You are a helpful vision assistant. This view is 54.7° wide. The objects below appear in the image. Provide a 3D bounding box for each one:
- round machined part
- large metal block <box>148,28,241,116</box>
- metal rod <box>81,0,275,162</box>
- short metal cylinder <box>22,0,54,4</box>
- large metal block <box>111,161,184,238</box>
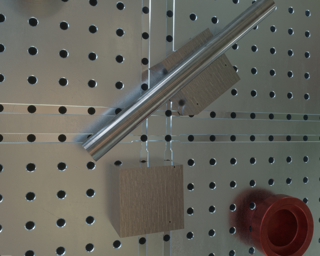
[{"bbox_3d":[0.179,0.149,0.470,0.099,0.042,0.097,0,90,-20],"label":"round machined part"},{"bbox_3d":[0.046,-0.073,0.416,0.080,0.050,0.080,-39,103,-16],"label":"large metal block"},{"bbox_3d":[0.033,-0.069,0.371,0.301,0.025,0.025,-41,103,-15],"label":"metal rod"},{"bbox_3d":[-0.142,-0.189,0.346,0.081,0.050,0.080,0,90,-20],"label":"short metal cylinder"},{"bbox_3d":[-0.017,0.086,0.393,0.081,0.050,0.080,-1,91,-20],"label":"large metal block"}]
